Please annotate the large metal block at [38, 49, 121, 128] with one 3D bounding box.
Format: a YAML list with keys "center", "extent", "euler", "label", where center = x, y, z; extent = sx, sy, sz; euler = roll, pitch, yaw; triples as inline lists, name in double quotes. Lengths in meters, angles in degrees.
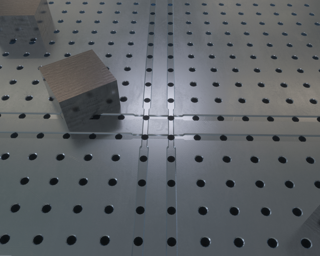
- center: [-0.113, -0.058, 0.440]
  extent: [0.080, 0.050, 0.080]
  euler: [-26, 55, -20]
  label: "large metal block"

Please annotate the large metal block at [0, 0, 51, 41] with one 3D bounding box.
- center: [-0.251, -0.202, 0.560]
  extent: [0.080, 0.050, 0.080]
  euler: [-1, 50, -1]
  label: "large metal block"

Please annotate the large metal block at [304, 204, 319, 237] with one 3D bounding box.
- center: [0.202, 0.089, 0.298]
  extent: [0.050, 0.080, 0.080]
  euler: [-33, 58, -25]
  label: "large metal block"
